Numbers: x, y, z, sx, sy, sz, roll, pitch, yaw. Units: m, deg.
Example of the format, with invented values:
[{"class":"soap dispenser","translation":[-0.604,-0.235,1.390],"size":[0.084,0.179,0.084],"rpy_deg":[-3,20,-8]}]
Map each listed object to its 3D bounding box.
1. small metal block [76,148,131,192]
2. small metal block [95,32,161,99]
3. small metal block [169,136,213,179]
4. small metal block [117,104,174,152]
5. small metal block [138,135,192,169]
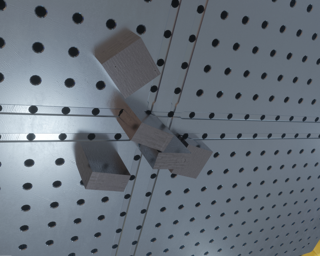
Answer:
[{"class":"small metal block","translation":[-0.071,0.053,0.388],"size":[0.050,0.050,0.025],"rpy_deg":[12,112,-33]},{"class":"small metal block","translation":[-0.035,-0.070,0.348],"size":[0.050,0.025,0.050],"rpy_deg":[-36,129,-4]},{"class":"small metal block","translation":[0.042,0.044,0.461],"size":[0.050,0.025,0.050],"rpy_deg":[19,109,-35]},{"class":"small metal block","translation":[-0.019,0.000,0.384],"size":[0.050,0.050,0.025],"rpy_deg":[22,107,-36]},{"class":"small metal block","translation":[0.006,0.031,0.416],"size":[0.050,0.050,0.025],"rpy_deg":[4,116,-31]}]
